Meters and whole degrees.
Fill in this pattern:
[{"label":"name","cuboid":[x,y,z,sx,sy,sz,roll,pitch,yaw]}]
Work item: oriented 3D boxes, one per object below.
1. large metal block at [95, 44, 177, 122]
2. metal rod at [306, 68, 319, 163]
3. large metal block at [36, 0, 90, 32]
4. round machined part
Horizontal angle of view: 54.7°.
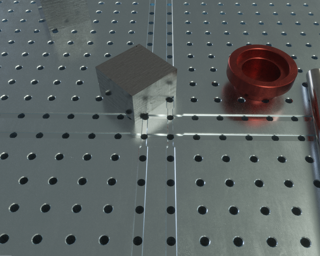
[{"label":"large metal block","cuboid":[-0.033,-0.068,0.448,0.080,0.050,0.080,-36,59,-26]},{"label":"metal rod","cuboid":[0.210,0.031,0.382,0.025,0.025,0.300,9,50,7]},{"label":"large metal block","cuboid":[-0.182,-0.235,0.568,0.081,0.080,0.050,-25,55,-20]},{"label":"round machined part","cuboid":[0.149,-0.079,0.464,0.099,0.042,0.098,0,50,0]}]
